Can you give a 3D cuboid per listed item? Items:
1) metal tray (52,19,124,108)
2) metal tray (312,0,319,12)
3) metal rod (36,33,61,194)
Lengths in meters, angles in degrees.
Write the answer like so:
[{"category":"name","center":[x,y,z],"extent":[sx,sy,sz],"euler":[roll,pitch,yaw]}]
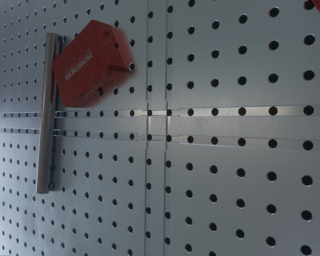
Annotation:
[{"category":"metal tray","center":[-0.122,-0.101,0.507],"extent":[0.130,0.030,0.090],"euler":[-31,71,35]},{"category":"metal tray","center":[0.180,-0.168,0.257],"extent":[0.130,0.030,0.090],"euler":[-31,71,35]},{"category":"metal rod","center":[-0.211,-0.025,0.582],"extent":[0.025,0.025,0.298],"euler":[9,96,39]}]
